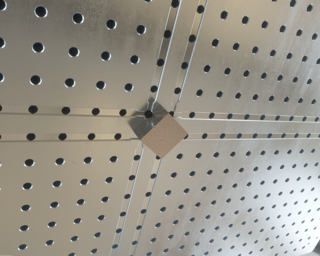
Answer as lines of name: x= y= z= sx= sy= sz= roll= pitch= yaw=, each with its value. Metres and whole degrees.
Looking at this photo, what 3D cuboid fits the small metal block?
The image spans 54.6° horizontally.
small metal block: x=0.001 y=0.006 z=0.415 sx=0.050 sy=0.025 sz=0.050 roll=-44 pitch=130 yaw=2
